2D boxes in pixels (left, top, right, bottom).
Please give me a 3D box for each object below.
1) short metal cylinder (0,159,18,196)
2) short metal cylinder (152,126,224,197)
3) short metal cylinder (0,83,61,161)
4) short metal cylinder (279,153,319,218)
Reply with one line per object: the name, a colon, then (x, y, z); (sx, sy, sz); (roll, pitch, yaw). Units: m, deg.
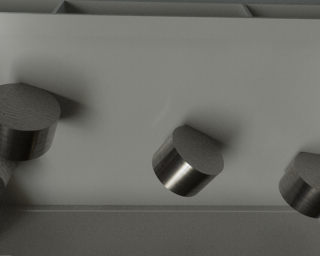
short metal cylinder: (-0.252, 0.057, 0.437); (0.081, 0.050, 0.079); (0, 130, 0)
short metal cylinder: (0.037, 0.043, 0.411); (0.080, 0.080, 0.050); (24, 126, -20)
short metal cylinder: (-0.163, -0.008, 0.364); (0.081, 0.080, 0.050); (18, 128, -15)
short metal cylinder: (0.221, 0.081, 0.446); (0.081, 0.080, 0.050); (9, 130, -8)
